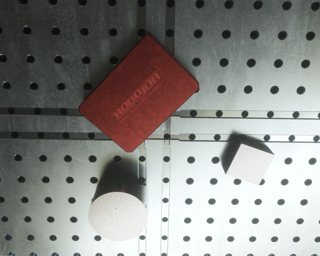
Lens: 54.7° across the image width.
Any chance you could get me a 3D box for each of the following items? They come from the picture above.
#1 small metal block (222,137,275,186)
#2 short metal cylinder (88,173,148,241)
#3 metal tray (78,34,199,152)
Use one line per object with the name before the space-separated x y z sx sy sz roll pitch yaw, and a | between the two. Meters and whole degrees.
small metal block | 0.122 0.046 0.432 0.050 0.025 0.050 19 109 -8
short metal cylinder | -0.057 0.112 0.440 0.081 0.050 0.079 0 111 -1
metal tray | -0.027 -0.042 0.395 0.090 0.030 0.130 43 104 -15
